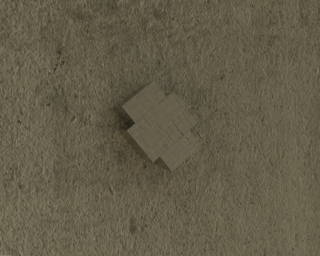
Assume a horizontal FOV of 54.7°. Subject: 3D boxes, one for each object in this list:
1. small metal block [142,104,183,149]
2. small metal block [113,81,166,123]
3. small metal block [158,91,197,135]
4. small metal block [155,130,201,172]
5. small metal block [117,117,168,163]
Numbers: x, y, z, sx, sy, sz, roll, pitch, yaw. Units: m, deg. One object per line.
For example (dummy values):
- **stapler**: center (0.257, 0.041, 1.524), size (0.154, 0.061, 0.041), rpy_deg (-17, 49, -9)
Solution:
- **small metal block**: center (-0.005, -0.002, 0.396), size (0.025, 0.050, 0.050), rpy_deg (-42, 104, -15)
- **small metal block**: center (-0.027, -0.031, 0.387), size (0.050, 0.050, 0.025), rpy_deg (-41, 104, -16)
- **small metal block**: center (0.014, -0.018, 0.402), size (0.025, 0.050, 0.050), rpy_deg (-43, 104, -15)
- **small metal block**: center (0.017, 0.028, 0.404), size (0.050, 0.050, 0.025), rpy_deg (-41, 104, -16)
- **small metal block**: center (-0.023, 0.014, 0.389), size (0.025, 0.050, 0.050), rpy_deg (-42, 104, -15)
